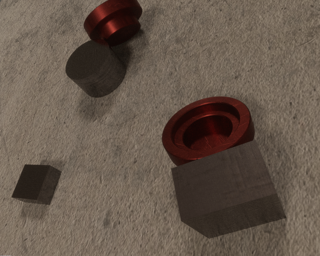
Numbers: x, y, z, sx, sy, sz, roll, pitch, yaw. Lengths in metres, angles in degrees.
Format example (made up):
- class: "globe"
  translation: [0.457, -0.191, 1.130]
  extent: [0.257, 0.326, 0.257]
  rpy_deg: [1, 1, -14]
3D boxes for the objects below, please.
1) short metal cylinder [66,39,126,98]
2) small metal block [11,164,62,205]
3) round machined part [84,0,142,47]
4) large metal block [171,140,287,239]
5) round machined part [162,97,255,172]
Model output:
- class: "short metal cylinder"
  translation: [-0.103, -0.096, 0.498]
  extent: [0.080, 0.050, 0.080]
  rpy_deg: [-13, 56, 20]
- class: "small metal block"
  translation: [-0.177, 0.081, 0.445]
  extent: [0.050, 0.025, 0.050]
  rpy_deg: [-2, 61, 27]
- class: "round machined part"
  translation: [-0.071, -0.169, 0.509]
  extent: [0.098, 0.098, 0.042]
  rpy_deg: [-30, 89, 9]
- class: "large metal block"
  translation: [0.067, 0.063, 0.295]
  extent: [0.080, 0.080, 0.050]
  rpy_deg: [-21, 54, 15]
- class: "round machined part"
  translation: [0.055, 0.012, 0.344]
  extent: [0.098, 0.042, 0.098]
  rpy_deg: [-17, 37, 14]
